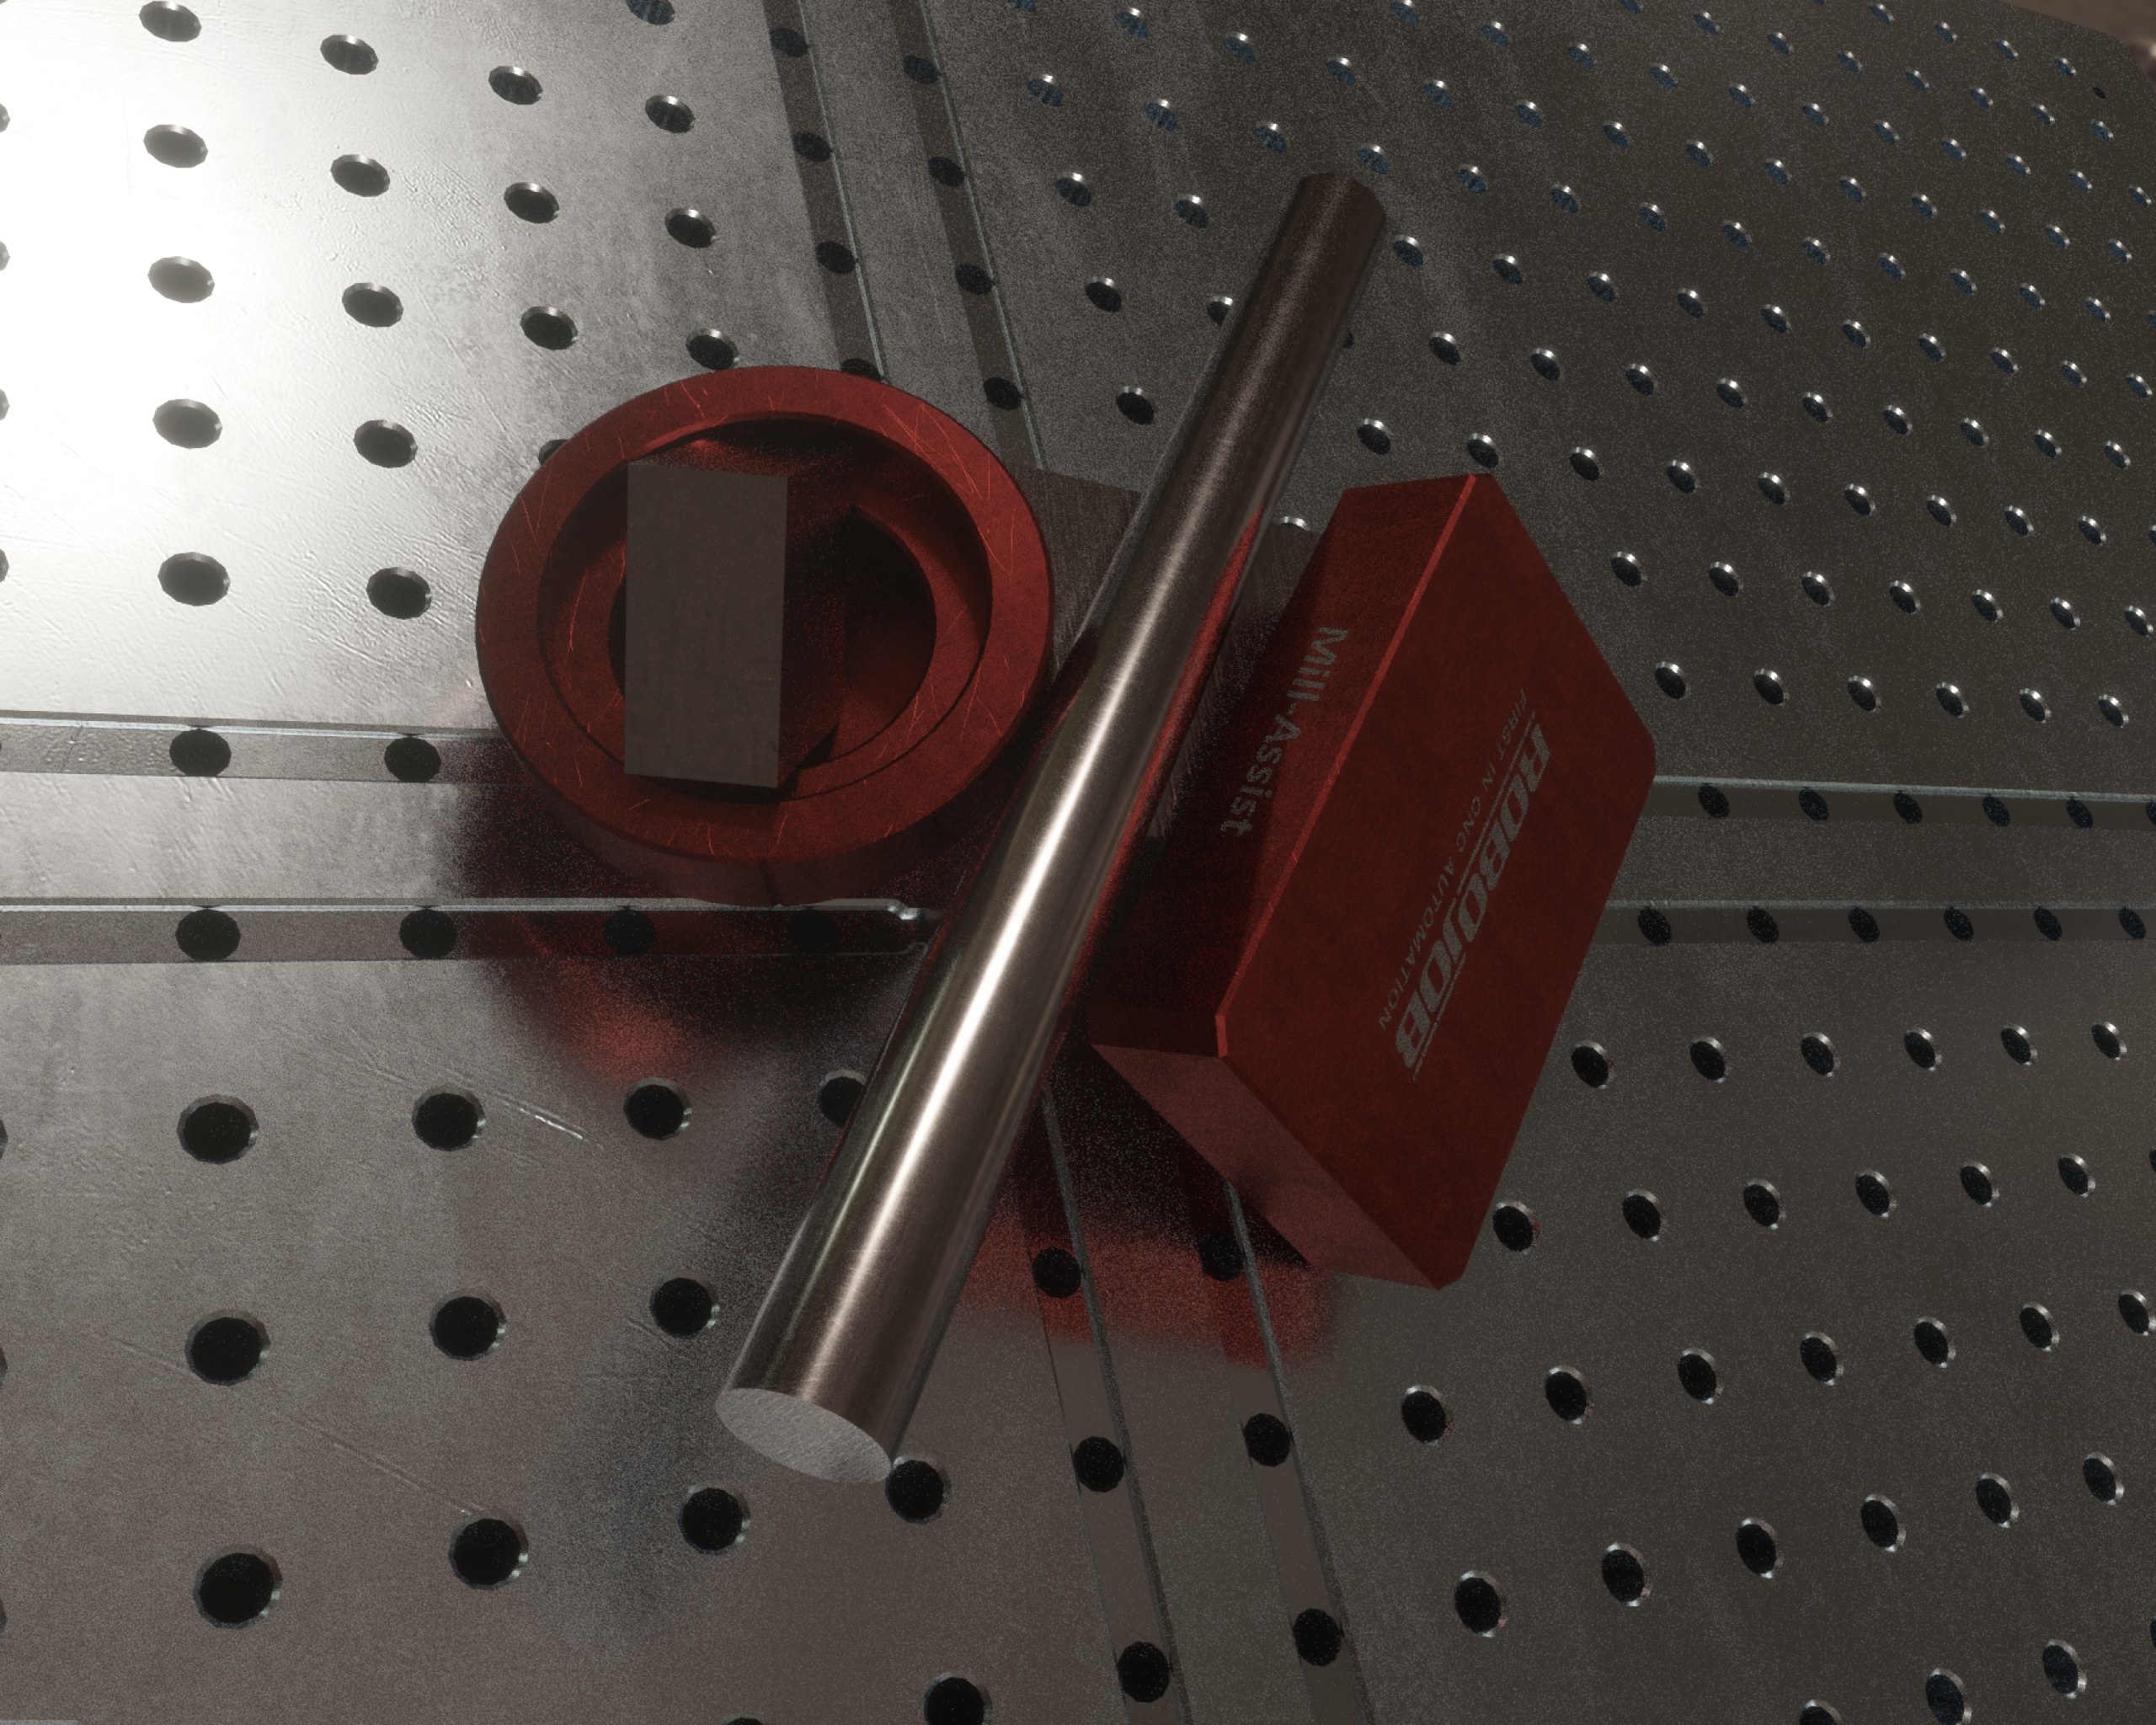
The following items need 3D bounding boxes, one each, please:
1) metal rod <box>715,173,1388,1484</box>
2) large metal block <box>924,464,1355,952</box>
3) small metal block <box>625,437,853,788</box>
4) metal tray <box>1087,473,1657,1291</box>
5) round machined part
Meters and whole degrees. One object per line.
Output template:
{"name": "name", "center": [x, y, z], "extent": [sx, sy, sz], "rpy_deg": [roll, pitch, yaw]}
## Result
{"name": "metal rod", "center": [0.010, -0.032, 0.370], "extent": [0.025, 0.025, 0.300], "rpy_deg": [30, 52, -9]}
{"name": "large metal block", "center": [0.015, -0.025, 0.417], "extent": [0.081, 0.050, 0.080], "rpy_deg": [9, 58, -24]}
{"name": "small metal block", "center": [-0.057, -0.044, 0.354], "extent": [0.025, 0.050, 0.050], "rpy_deg": [6, 17, 4]}
{"name": "metal tray", "center": [0.061, 0.003, 0.395], "extent": [0.090, 0.030, 0.130], "rpy_deg": [48, 58, -37]}
{"name": "round machined part", "center": [-0.054, -0.037, 0.375], "extent": [0.099, 0.042, 0.098], "rpy_deg": [1, 67, -1]}
